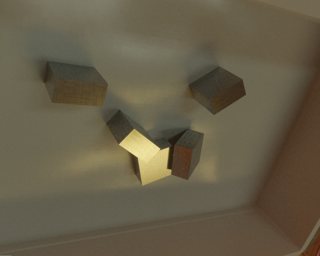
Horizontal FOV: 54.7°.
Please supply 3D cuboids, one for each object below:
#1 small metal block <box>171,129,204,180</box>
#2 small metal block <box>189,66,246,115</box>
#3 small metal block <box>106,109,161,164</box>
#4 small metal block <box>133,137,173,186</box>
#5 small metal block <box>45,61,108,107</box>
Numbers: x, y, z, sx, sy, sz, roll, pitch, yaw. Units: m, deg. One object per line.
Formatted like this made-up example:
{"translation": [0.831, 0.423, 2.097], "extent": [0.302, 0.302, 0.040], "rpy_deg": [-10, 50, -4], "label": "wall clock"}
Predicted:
{"translation": [0.039, 0.036, 0.438], "extent": [0.050, 0.025, 0.050], "rpy_deg": [-45, 146, -54], "label": "small metal block"}
{"translation": [0.074, -0.050, 0.404], "extent": [0.050, 0.050, 0.025], "rpy_deg": [-32, 129, -8], "label": "small metal block"}
{"translation": [-0.033, 0.010, 0.382], "extent": [0.025, 0.050, 0.050], "rpy_deg": [-46, 130, 4], "label": "small metal block"}
{"translation": [-0.009, 0.046, 0.434], "extent": [0.050, 0.025, 0.050], "rpy_deg": [-18, 126, -18], "label": "small metal block"}
{"translation": [-0.087, -0.046, 0.318], "extent": [0.050, 0.050, 0.025], "rpy_deg": [3, 117, -30], "label": "small metal block"}
